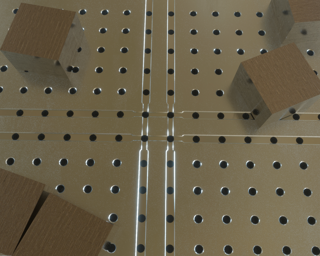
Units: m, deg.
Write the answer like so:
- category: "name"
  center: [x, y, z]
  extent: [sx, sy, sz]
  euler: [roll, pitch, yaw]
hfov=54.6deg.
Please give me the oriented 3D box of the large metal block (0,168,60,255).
- category: "large metal block"
  center: [-0.179, 0.095, 0.363]
  extent: [0.080, 0.050, 0.080]
  euler: [18, 71, 6]

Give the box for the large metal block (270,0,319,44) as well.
- category: "large metal block"
  center: [0.222, -0.177, 0.465]
  extent: [0.080, 0.050, 0.080]
  euler: [-5, 70, -2]

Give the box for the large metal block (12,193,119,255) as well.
- category: "large metal block"
  center: [-0.104, 0.130, 0.350]
  extent: [0.080, 0.050, 0.080]
  euler: [25, 72, 8]

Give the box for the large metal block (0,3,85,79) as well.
- category: "large metal block"
  center: [-0.164, -0.124, 0.443]
  extent: [0.080, 0.050, 0.080]
  euler: [11, 70, 4]

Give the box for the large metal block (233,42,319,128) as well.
- category: "large metal block"
  center: [0.158, -0.058, 0.420]
  extent: [0.080, 0.050, 0.080]
  euler: [-22, 72, -8]
